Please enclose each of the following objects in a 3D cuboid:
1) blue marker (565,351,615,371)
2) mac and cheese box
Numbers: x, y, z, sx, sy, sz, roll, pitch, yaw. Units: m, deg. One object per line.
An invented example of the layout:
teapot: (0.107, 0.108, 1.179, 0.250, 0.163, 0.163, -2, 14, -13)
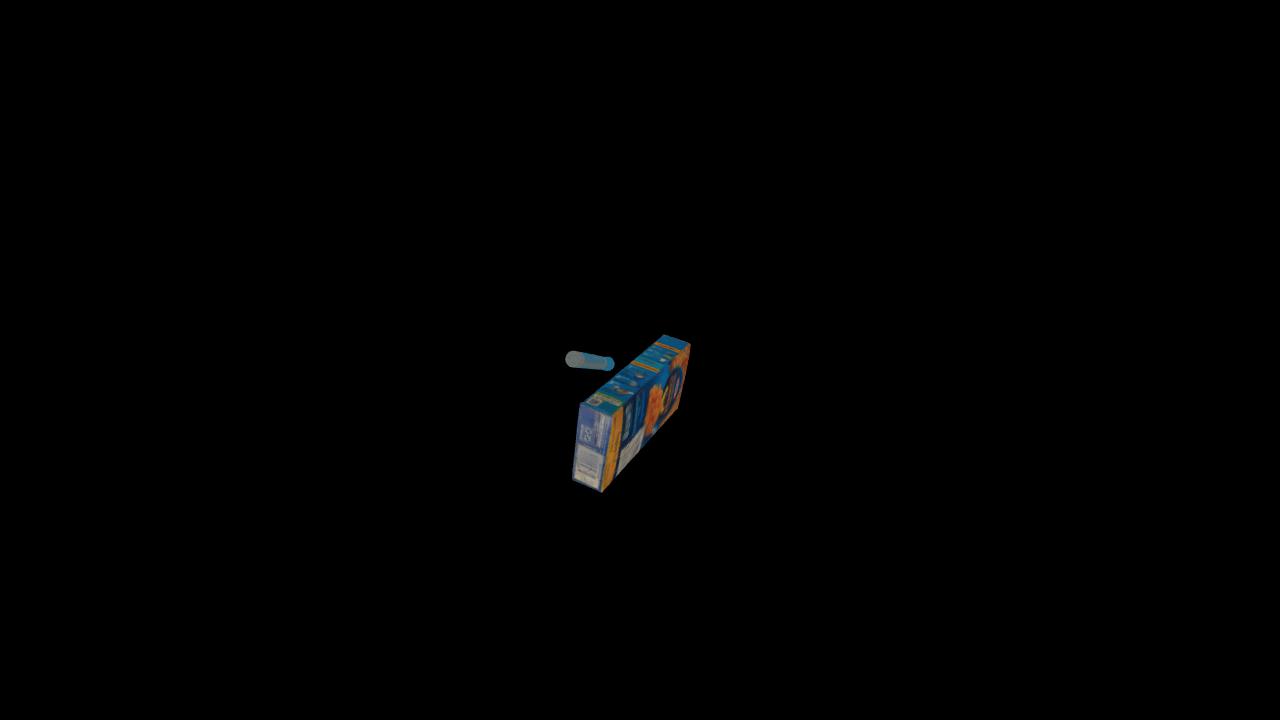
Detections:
blue marker: (-0.057, 0.002, 0.743, 0.020, 0.020, 0.121, 0, -3, 17)
mac and cheese box: (-0.005, 0.049, 0.641, 0.041, 0.093, 0.184, 19, 31, 20)
